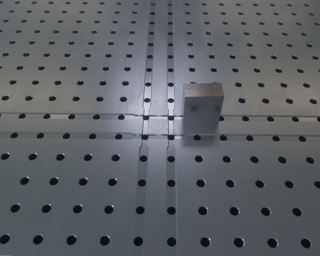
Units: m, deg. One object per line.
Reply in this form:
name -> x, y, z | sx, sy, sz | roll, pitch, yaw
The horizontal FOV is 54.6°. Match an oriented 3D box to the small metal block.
small metal block -> 0.057, -0.034, 0.420 | 0.050, 0.050, 0.025 | -1, 50, -1
